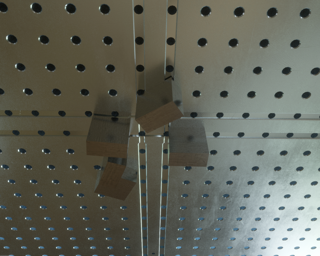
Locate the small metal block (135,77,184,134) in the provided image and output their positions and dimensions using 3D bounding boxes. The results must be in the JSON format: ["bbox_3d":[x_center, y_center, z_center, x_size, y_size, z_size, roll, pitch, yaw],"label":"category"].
[{"bbox_3d":[-0.001,-0.028,0.372,0.050,0.050,0.025,-25,126,19],"label":"small metal block"}]

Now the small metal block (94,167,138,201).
[{"bbox_3d":[-0.069,0.083,0.481,0.050,0.025,0.050,20,127,-17],"label":"small metal block"}]

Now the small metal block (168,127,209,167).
[{"bbox_3d":[0.036,0.025,0.417,0.050,0.050,0.025,2,130,-2],"label":"small metal block"}]

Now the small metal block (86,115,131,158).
[{"bbox_3d":[-0.066,0.011,0.404,0.050,0.050,0.025,6,130,-5],"label":"small metal block"}]

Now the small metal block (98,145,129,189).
[{"bbox_3d":[-0.065,0.048,0.435,0.025,0.050,0.050,16,128,-14],"label":"small metal block"}]
